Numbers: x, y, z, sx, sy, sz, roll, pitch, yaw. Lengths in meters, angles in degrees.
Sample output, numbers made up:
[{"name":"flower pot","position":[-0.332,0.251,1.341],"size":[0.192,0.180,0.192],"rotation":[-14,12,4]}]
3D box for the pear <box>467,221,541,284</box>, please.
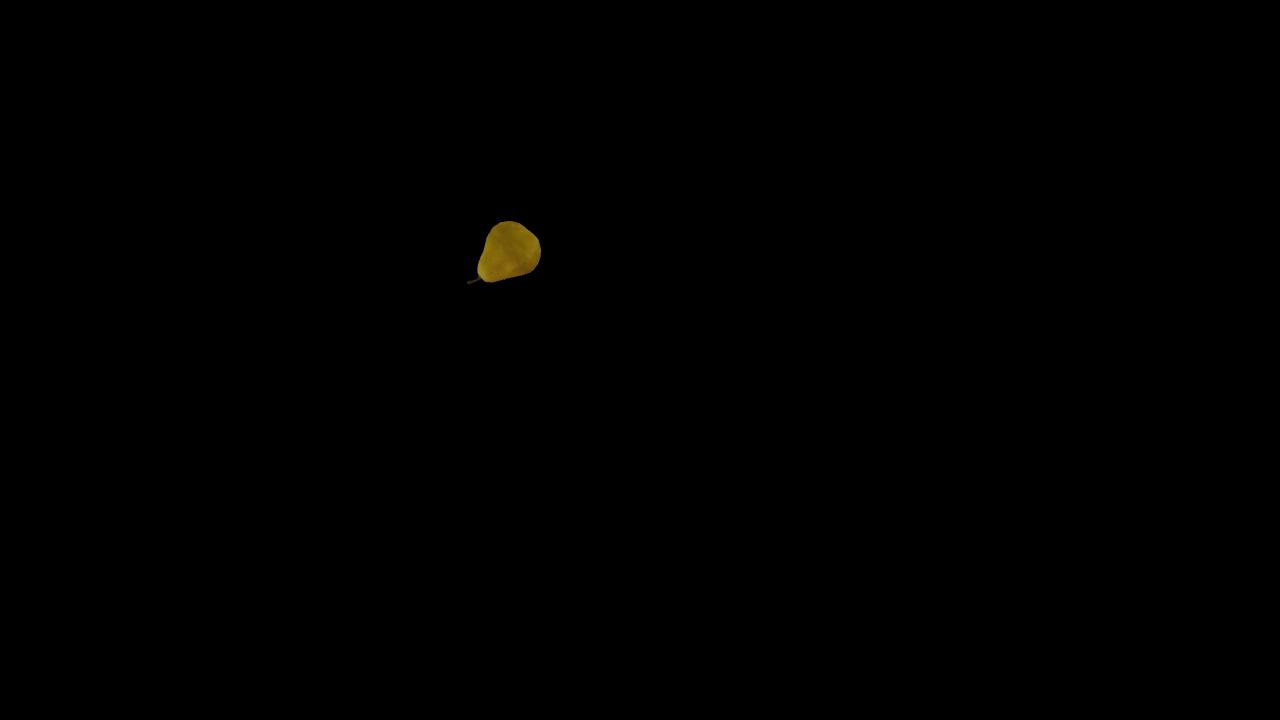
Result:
[{"name":"pear","position":[-0.192,-0.139,0.867],"size":[0.080,0.111,0.080],"rotation":[34,-11,8]}]
